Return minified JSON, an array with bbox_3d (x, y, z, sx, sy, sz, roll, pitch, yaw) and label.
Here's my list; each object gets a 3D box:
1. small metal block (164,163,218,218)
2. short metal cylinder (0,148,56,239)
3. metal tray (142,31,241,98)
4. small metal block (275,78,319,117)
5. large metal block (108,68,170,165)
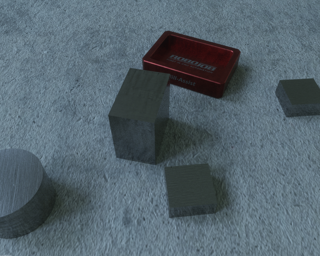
[{"bbox_3d":[0.032,0.069,0.345,0.050,0.025,0.050,-4,50,-4],"label":"small metal block"},{"bbox_3d":[-0.158,0.069,0.328,0.081,0.050,0.080,0,50,0],"label":"short metal cylinder"},{"bbox_3d":[0.049,-0.103,0.486,0.130,0.030,0.090,20,53,16],"label":"metal tray"},{"bbox_3d":[0.200,-0.044,0.441,0.050,0.025,0.050,-4,50,-3],"label":"small metal block"},{"bbox_3d":[-0.021,-0.014,0.379,0.050,0.080,0.080,10,51,8],"label":"large metal block"}]
